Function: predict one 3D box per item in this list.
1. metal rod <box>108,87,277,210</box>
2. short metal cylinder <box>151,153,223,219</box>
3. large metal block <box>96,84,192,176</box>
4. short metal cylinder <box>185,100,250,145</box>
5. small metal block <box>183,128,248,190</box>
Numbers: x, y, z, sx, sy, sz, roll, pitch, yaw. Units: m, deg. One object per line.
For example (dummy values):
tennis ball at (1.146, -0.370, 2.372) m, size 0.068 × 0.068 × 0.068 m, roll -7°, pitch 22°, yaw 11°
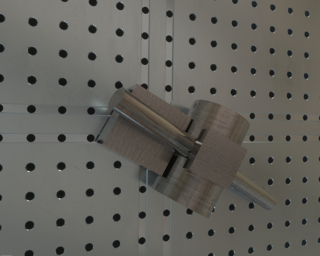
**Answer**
metal rod at (0.061, 0.041, 0.390) m, size 0.301 × 0.025 × 0.025 m, roll 34°, pitch 79°, yaw -33°
short metal cylinder at (0.036, 0.073, 0.393) m, size 0.080 × 0.080 × 0.050 m, roll 31°, pitch 80°, yaw -18°
large metal block at (-0.021, 0.003, 0.386) m, size 0.080 × 0.050 × 0.080 m, roll 31°, pitch 80°, yaw -18°
short metal cylinder at (0.070, 0.004, 0.406) m, size 0.080 × 0.080 × 0.050 m, roll 29°, pitch 81°, yaw -18°
small metal block at (0.062, 0.035, 0.348) m, size 0.050 × 0.025 × 0.050 m, roll 29°, pitch 80°, yaw -9°
